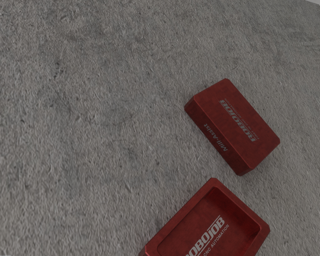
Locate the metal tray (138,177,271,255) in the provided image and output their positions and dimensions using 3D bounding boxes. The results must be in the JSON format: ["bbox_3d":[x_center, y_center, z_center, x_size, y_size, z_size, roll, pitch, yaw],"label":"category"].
[{"bbox_3d":[0.052,0.125,0.340,0.090,0.030,0.131,42,50,15],"label":"metal tray"}]

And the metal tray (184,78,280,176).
[{"bbox_3d":[0.109,-0.005,0.462,0.091,0.030,0.130,-31,79,-38],"label":"metal tray"}]
